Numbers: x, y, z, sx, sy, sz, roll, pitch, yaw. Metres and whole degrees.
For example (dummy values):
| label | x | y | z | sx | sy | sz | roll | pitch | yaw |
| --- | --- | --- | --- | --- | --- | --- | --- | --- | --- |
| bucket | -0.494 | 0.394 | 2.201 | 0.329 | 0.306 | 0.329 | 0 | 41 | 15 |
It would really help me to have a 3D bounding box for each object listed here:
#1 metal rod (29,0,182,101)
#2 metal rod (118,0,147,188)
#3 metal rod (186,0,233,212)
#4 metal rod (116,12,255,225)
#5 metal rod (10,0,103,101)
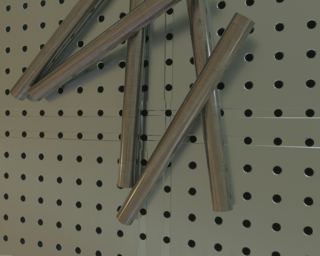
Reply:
| label | x | y | z | sx | sy | sz | roll | pitch | yaw |
| --- | --- | --- | --- | --- | --- | --- | --- | --- | --- |
| metal rod | -0.072 | -0.115 | 0.414 | 0.300 | 0.025 | 0.025 | -27 | 81 | 26 |
| metal rod | -0.036 | -0.069 | 0.424 | 0.025 | 0.025 | 0.298 | 4 | 91 | 19 |
| metal rod | 0.060 | -0.047 | 0.390 | 0.025 | 0.025 | 0.298 | -8 | 87 | 19 |
| metal rod | 0.022 | 0.003 | 0.384 | 0.025 | 0.025 | 0.298 | 35 | 108 | 16 |
| metal rod | -0.125 | -0.157 | 0.455 | 0.299 | 0.025 | 0.025 | -47 | 76 | 13 |
